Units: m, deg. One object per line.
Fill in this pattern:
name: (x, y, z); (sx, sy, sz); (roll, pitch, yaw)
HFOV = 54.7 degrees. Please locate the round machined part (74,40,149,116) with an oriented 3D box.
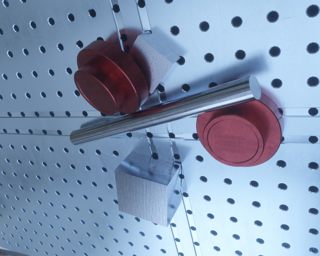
round machined part: (-0.065, -0.054, 0.379); (0.098, 0.042, 0.098); (30, 150, 20)

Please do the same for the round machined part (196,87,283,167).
round machined part: (0.088, 0.006, 0.357); (0.098, 0.042, 0.097); (13, 124, 21)

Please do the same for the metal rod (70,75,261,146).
metal rod: (-0.020, -0.012, 0.395); (0.300, 0.025, 0.025); (-14, 111, 40)

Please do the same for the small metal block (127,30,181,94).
small metal block: (-0.012, -0.078, 0.369); (0.050, 0.025, 0.050); (40, 129, 1)

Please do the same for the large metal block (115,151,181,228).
large metal block: (-0.016, 0.089, 0.459); (0.080, 0.050, 0.079); (13, 124, 21)
